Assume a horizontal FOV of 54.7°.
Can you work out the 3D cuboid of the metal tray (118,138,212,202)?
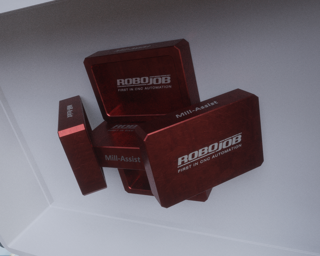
[{"bbox_3d":[0.002,0.053,0.433,0.130,0.030,0.089,0,119,27],"label":"metal tray"}]

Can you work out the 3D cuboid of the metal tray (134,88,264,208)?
[{"bbox_3d":[0.047,0.020,0.335,0.030,0.131,0.089,-139,32,-60],"label":"metal tray"}]

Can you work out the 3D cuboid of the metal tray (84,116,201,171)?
[{"bbox_3d":[-0.025,0.013,0.386,0.130,0.090,0.030,0,118,27],"label":"metal tray"}]

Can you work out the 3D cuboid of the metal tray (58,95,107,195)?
[{"bbox_3d":[-0.105,0.017,0.414,0.030,0.130,0.089,-18,115,-9],"label":"metal tray"}]

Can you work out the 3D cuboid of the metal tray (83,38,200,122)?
[{"bbox_3d":[-0.022,-0.054,0.381,0.130,0.030,0.089,-1,119,27],"label":"metal tray"}]
